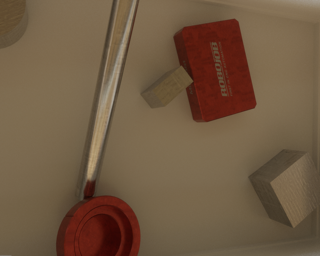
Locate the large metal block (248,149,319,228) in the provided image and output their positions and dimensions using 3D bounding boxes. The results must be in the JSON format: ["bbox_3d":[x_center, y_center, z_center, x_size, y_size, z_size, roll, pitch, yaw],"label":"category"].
[{"bbox_3d":[0.196,0.089,0.472,0.080,0.050,0.080,-33,101,-17],"label":"large metal block"}]

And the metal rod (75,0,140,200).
[{"bbox_3d":[-0.053,-0.052,0.328,0.025,0.025,0.298,8,112,-20],"label":"metal rod"}]

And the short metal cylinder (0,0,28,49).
[{"bbox_3d":[-0.185,-0.129,0.329,0.081,0.050,0.079,0,90,-21],"label":"short metal cylinder"}]

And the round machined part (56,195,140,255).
[{"bbox_3d":[-0.074,0.130,0.362,0.099,0.042,0.098,14,68,-39],"label":"round machined part"}]

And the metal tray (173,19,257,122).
[{"bbox_3d":[0.079,-0.081,0.438,0.091,0.030,0.129,-16,96,-20],"label":"metal tray"}]

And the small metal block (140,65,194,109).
[{"bbox_3d":[0.008,-0.052,0.401,0.050,0.050,0.025,-42,104,-15],"label":"small metal block"}]
